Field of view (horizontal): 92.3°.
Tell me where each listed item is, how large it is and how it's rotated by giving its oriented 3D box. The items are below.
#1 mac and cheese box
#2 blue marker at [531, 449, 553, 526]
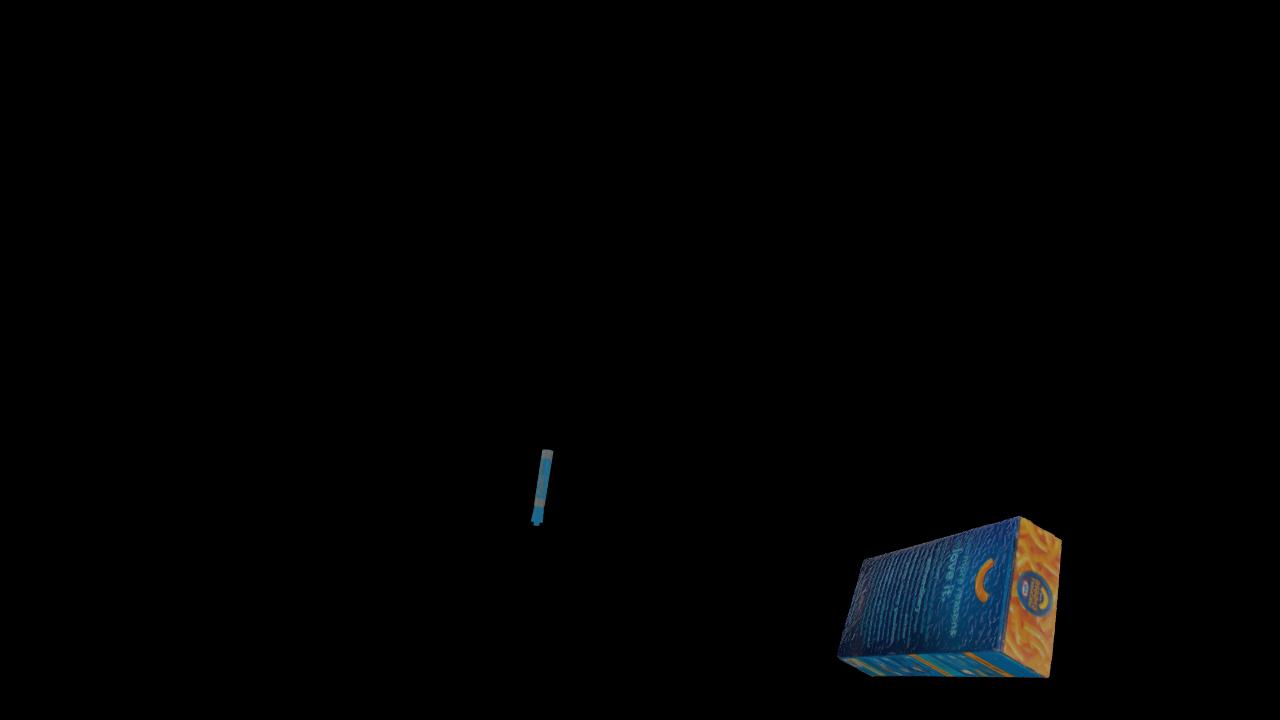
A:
[{"bbox_3d":[0.219,0.183,0.456,0.041,0.093,0.184,30,-29,1],"label":"mac and cheese box"},{"bbox_3d":[-0.158,0.205,0.992,0.020,0.121,0.020,5,-22,2],"label":"blue marker"}]
